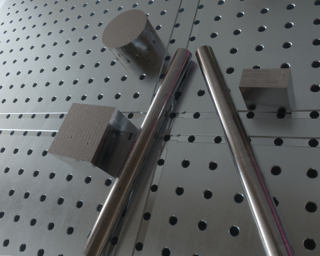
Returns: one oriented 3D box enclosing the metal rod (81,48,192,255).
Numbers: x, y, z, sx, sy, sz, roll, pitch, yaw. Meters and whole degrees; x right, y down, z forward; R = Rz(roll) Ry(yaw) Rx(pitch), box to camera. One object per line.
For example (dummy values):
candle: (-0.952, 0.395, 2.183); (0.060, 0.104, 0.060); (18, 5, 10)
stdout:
metal rod: (-0.022, 0.020, 0.407); (0.025, 0.025, 0.300); (11, 67, 33)

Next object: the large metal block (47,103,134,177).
large metal block: (-0.095, 0.014, 0.433); (0.080, 0.050, 0.080); (8, 66, 31)

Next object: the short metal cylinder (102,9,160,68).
short metal cylinder: (-0.046, -0.145, 0.506); (0.080, 0.050, 0.080); (-13, 56, 21)

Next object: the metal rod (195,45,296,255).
metal rod: (0.088, 0.012, 0.354); (0.025, 0.025, 0.299); (-22, 53, 15)

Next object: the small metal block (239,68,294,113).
small metal block: (0.123, -0.043, 0.354); (0.050, 0.050, 0.025); (6, 65, 31)
